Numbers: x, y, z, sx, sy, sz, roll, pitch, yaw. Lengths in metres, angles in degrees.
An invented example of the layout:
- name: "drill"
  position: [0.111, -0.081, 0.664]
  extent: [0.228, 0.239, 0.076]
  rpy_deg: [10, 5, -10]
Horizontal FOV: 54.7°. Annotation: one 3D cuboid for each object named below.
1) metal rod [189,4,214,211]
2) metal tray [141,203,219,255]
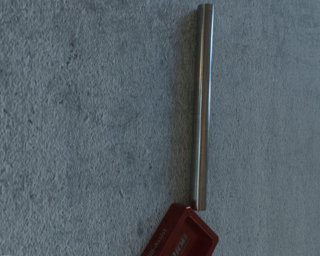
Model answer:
- name: "metal rod"
  position: [0.062, -0.031, 0.456]
  extent: [0.025, 0.025, 0.298]
  rpy_deg: [4, 87, -40]
- name: "metal tray"
  position: [0.020, 0.180, 0.418]
  extent: [0.090, 0.030, 0.130]
  rpy_deg: [50, 61, -28]
